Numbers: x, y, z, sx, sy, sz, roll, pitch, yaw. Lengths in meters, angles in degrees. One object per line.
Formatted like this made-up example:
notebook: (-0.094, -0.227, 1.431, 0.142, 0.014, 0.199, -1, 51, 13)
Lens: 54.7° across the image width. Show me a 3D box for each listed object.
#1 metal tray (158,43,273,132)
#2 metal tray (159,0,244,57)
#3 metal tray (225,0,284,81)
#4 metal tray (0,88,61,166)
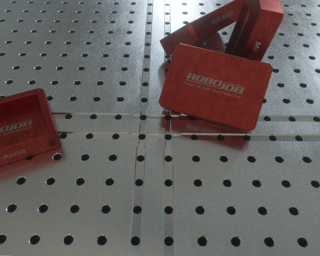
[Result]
metal tray: (0.074, -0.055, 0.419, 0.130, 0.030, 0.090, 17, 89, 13)
metal tray: (0.074, -0.166, 0.509, 0.131, 0.030, 0.090, -34, 14, -26)
metal tray: (0.130, -0.132, 0.450, 0.030, 0.129, 0.090, 10, 50, -3)
metal tray: (-0.205, 0.003, 0.398, 0.131, 0.030, 0.090, -18, 53, -15)
